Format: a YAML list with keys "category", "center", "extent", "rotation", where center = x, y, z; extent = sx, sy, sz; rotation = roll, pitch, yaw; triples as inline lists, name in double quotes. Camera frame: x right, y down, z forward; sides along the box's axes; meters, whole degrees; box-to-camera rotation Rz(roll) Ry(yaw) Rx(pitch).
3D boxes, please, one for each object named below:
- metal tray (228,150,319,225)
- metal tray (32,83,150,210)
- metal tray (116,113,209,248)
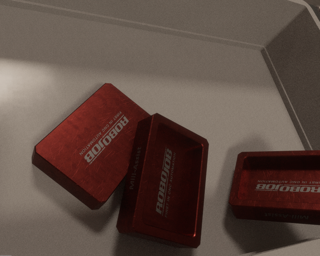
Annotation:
- category: "metal tray"
  center: [0.160, 0.071, 0.387]
  extent: [0.030, 0.130, 0.090]
  rotation: [64, 35, -36]
- category: "metal tray"
  center: [-0.067, 0.016, 0.358]
  extent: [0.090, 0.030, 0.131]
  rotation: [39, 51, -2]
- category: "metal tray"
  center: [0.009, 0.059, 0.347]
  extent: [0.090, 0.030, 0.130]
  rotation: [27, 58, -31]
